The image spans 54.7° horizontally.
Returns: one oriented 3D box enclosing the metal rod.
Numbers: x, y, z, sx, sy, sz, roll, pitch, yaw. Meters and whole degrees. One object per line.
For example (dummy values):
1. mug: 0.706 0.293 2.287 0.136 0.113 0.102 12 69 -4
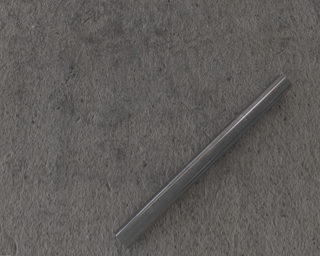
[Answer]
1. metal rod: 0.064 0.034 0.396 0.301 0.025 0.025 -42 75 -14
